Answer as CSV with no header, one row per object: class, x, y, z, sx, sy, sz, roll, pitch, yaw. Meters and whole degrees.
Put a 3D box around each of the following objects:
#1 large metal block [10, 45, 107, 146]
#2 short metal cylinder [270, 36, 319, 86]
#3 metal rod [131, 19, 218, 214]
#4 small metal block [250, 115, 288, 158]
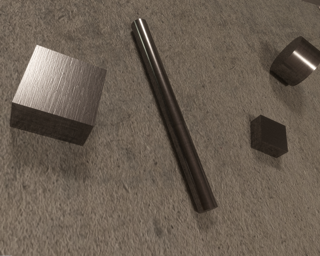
large metal block,-0.112,-0.035,0.349,0.081,0.050,0.080,18,55,-19
short metal cylinder,0.258,-0.126,0.588,0.050,0.080,0.080,37,51,-4
metal rod,0.013,-0.031,0.431,0.025,0.025,0.299,-5,64,-31
small metal block,0.172,0.014,0.491,0.050,0.025,0.050,22,53,-16
